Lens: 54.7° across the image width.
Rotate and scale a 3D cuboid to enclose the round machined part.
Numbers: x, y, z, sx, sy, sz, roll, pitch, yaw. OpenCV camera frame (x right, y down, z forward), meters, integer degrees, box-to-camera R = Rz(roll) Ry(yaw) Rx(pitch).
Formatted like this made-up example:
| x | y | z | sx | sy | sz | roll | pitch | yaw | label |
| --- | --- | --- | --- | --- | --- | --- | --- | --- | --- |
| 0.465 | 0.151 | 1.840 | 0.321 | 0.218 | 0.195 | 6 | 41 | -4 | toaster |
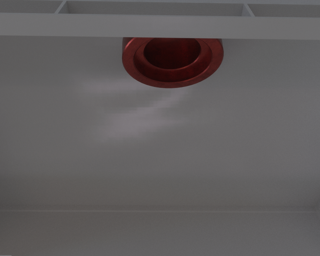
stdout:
| x | y | z | sx | sy | sz | roll | pitch | yaw | label |
| --- | --- | --- | --- | --- | --- | --- | --- | --- | --- |
| 0.012 | -0.084 | 0.311 | 0.099 | 0.042 | 0.098 | -2 | 154 | -1 | round machined part |
